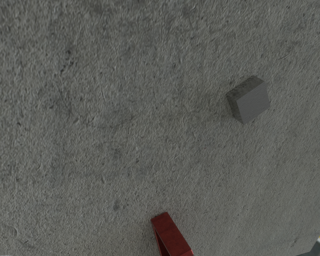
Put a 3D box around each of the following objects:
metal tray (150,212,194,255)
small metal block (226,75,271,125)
[{"bbox_3d":[0.026,0.214,0.513,0.030,0.090,0.129,-22,127,-15],"label":"metal tray"},{"bbox_3d":[0.130,-0.041,0.455,0.050,0.025,0.050,-34,129,-6],"label":"small metal block"}]
